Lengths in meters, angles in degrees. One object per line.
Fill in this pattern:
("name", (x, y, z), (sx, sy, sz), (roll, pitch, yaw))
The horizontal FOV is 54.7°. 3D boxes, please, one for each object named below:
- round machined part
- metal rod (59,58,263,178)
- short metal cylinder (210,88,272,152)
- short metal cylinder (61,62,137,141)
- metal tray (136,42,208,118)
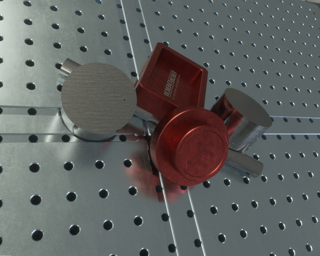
("round machined part", (0.041, 0.025, 0.369), (0.099, 0.042, 0.097), (-6, 106, -21))
("metal rod", (0.009, -0.008, 0.418), (0.301, 0.025, 0.025), (28, 52, -11))
("short metal cylinder", (0.111, -0.012, 0.444), (0.080, 0.050, 0.080), (24, 33, -17))
("short metal cylinder", (-0.072, -0.028, 0.355), (0.081, 0.050, 0.080), (4, 77, -18))
("metal tray", (0.018, -0.061, 0.433), (0.090, 0.030, 0.130), (28, 39, -10))
